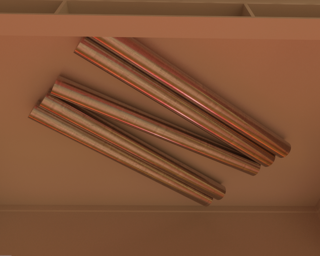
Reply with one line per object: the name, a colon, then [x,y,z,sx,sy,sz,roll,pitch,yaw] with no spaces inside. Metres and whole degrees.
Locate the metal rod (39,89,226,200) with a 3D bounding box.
metal rod: [-0.022,0.033,0.436,0.301,0.025,0.025,31,124,-24]

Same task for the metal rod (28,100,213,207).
metal rod: [-0.040,0.047,0.447,0.301,0.025,0.025,31,124,-24]

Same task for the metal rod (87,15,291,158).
metal rod: [0.052,-0.037,0.376,0.301,0.025,0.025,29,124,-23]

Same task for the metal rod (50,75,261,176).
metal rod: [0.008,0.004,0.411,0.302,0.025,0.025,23,127,-19]

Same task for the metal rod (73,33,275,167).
metal rod: [0.035,-0.023,0.388,0.301,0.025,0.025,29,124,-23]
